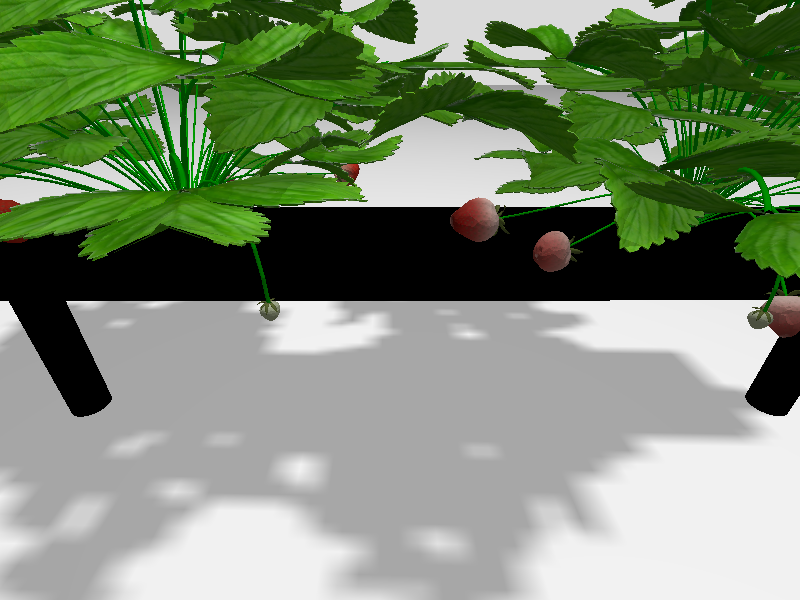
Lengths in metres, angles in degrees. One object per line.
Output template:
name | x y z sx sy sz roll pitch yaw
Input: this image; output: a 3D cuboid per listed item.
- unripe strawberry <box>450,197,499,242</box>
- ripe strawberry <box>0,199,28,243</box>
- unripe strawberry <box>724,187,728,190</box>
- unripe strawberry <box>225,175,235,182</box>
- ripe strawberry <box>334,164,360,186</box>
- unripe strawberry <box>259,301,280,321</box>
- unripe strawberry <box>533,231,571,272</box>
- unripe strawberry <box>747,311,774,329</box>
unripe strawberry | 0.062 -0.067 0.335 0.040 0.034 0.039 -4 30 -6
ripe strawberry | -0.331 -0.064 0.332 0.038 0.037 0.035 -7 31 -10
unripe strawberry | 0.381 -0.134 0.469 0.009 0.010 0.010 26 39 37
unripe strawberry | -0.214 -0.151 0.503 0.012 0.012 0.010 -4 30 -7
ripe strawberry | -0.066 -0.164 0.505 0.034 0.036 0.037 20 35 31
unripe strawberry | -0.070 0.006 0.217 0.011 0.011 0.010 -20 35 -31
unripe strawberry | 0.106 -0.034 0.284 0.027 0.029 0.025 -16 34 -25
unripe strawberry | 0.199 0.011 0.221 0.011 0.011 0.010 11 32 18
